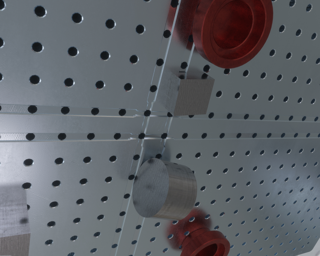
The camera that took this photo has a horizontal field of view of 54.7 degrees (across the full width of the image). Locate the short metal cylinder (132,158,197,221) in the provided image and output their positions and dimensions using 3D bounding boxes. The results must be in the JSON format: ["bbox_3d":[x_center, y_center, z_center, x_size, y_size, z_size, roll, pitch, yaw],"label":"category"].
[{"bbox_3d":[0.005,0.086,0.431,0.050,0.080,0.080,19,108,-36],"label":"short metal cylinder"}]

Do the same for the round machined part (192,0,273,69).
[{"bbox_3d":[0.081,-0.124,0.368,0.099,0.042,0.097,-14,124,-21],"label":"round machined part"}]

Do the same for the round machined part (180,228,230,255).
[{"bbox_3d":[0.080,0.230,0.586,0.099,0.042,0.097,-14,124,-21],"label":"round machined part"}]

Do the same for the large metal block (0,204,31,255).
[{"bbox_3d":[-0.204,0.143,0.372,0.081,0.050,0.079,1,118,-29],"label":"large metal block"}]

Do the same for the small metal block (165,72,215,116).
[{"bbox_3d":[0.038,-0.045,0.404,0.050,0.025,0.050,-4,120,-27],"label":"small metal block"}]
